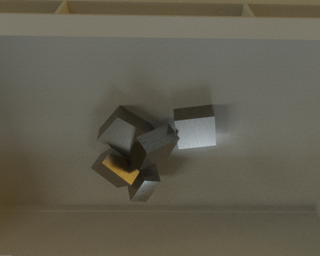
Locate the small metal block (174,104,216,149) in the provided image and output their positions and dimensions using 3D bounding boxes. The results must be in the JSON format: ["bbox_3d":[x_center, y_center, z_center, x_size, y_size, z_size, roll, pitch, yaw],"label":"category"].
[{"bbox_3d":[0.046,-0.001,0.409,0.050,0.025,0.050,-7,130,5],"label":"small metal block"}]

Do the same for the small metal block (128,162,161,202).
[{"bbox_3d":[-0.026,0.072,0.450,0.025,0.050,0.050,10,131,-28],"label":"small metal block"}]

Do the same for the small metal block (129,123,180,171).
[{"bbox_3d":[-0.008,0.026,0.407,0.050,0.025,0.050,-23,157,-29],"label":"small metal block"}]

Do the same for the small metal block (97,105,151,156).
[{"bbox_3d":[-0.048,0.005,0.413,0.050,0.025,0.050,31,124,-24],"label":"small metal block"}]

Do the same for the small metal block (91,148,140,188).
[{"bbox_3d":[-0.063,0.058,0.437,0.050,0.025,0.050,40,150,-14],"label":"small metal block"}]
